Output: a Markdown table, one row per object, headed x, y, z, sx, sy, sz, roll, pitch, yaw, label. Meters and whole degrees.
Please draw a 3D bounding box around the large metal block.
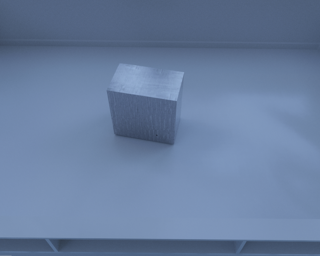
| x | y | z | sx | sy | sz | roll | pitch | yaw | label |
| --- | --- | --- | --- | --- | --- | --- | --- | --- | --- |
| -0.016 | -0.029 | 0.391 | 0.080 | 0.080 | 0.050 | 9 | 51 | 7 | large metal block |
